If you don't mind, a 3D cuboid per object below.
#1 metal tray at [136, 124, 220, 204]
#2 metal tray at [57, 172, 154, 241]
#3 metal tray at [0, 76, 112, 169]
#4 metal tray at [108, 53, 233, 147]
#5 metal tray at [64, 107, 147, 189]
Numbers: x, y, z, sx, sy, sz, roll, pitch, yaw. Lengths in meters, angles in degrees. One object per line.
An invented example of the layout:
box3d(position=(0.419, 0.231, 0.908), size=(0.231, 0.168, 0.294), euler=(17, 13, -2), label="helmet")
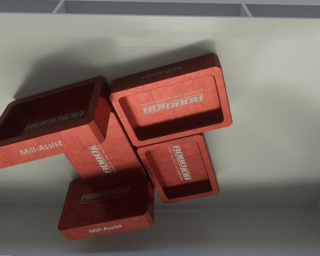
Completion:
box3d(position=(0.029, 0.054, 0.450), size=(0.090, 0.030, 0.129), euler=(-14, 129, 11), label="metal tray")
box3d(position=(-0.075, 0.107, 0.453), size=(0.131, 0.090, 0.030), euler=(-13, 129, 10), label="metal tray")
box3d(position=(-0.123, -0.008, 0.353), size=(0.130, 0.090, 0.030), euler=(-14, 129, 11), label="metal tray")
box3d(position=(0.015, -0.030, 0.378), size=(0.131, 0.030, 0.090), euler=(-13, 129, 10), label="metal tray")
box3d(position=(-0.080, 0.026, 0.423), size=(0.090, 0.030, 0.129), euler=(-14, 129, 11), label="metal tray")
